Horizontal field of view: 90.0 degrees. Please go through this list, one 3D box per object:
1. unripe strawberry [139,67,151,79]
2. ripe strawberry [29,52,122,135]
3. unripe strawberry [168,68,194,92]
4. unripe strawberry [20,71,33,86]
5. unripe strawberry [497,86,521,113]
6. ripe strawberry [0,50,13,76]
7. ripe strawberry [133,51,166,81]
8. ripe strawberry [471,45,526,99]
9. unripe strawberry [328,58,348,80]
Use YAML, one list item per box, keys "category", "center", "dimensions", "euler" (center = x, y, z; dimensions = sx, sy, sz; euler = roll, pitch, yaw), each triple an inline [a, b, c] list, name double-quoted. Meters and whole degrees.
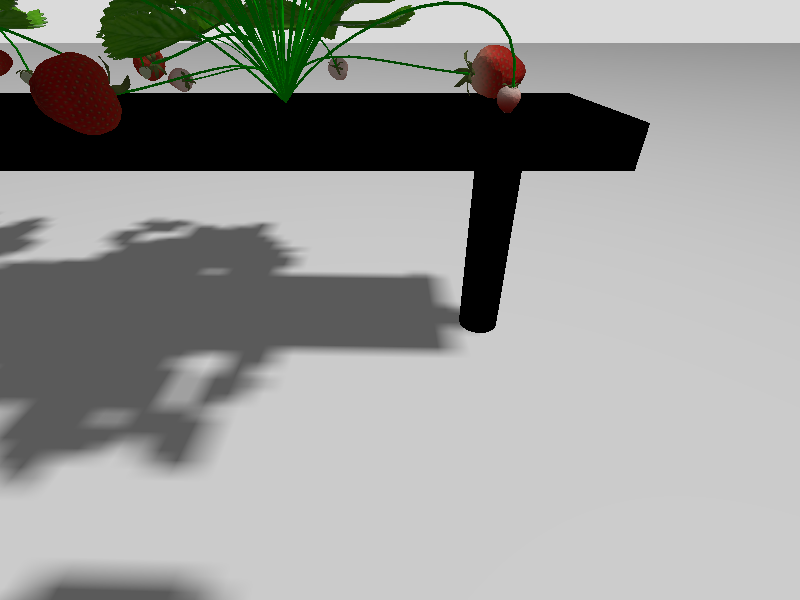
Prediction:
- category: "unripe strawberry"
  center: [-0.258, -0.230, 0.405]
  dimensions: [0.010, 0.011, 0.011]
  euler: [21, 39, 28]
- category: "ripe strawberry"
  center: [-0.167, -0.105, 0.206]
  dimensions: [0.033, 0.038, 0.036]
  euler: [19, 39, 26]
- category: "unripe strawberry"
  center: [-0.199, -0.199, 0.362]
  dimensions: [0.019, 0.019, 0.021]
  euler: [17, 38, 24]
- category: "unripe strawberry"
  center: [-0.372, -0.222, 0.402]
  dimensions: [0.013, 0.014, 0.015]
  euler: [-20, 39, -27]
- category: "unripe strawberry"
  center: [0.073, -0.135, 0.271]
  dimensions: [0.016, 0.016, 0.015]
  euler: [10, 35, 14]
- category: "ripe strawberry"
  center: [-0.488, -0.288, 0.480]
  dimensions: [0.038, 0.034, 0.035]
  euler: [8, 34, 12]
- category: "ripe strawberry"
  center: [-0.279, -0.264, 0.444]
  dimensions: [0.034, 0.036, 0.031]
  euler: [25, 42, 33]
- category: "ripe strawberry"
  center: [0.077, -0.180, 0.316]
  dimensions: [0.043, 0.037, 0.043]
  euler: [-2, 34, -4]
- category: "unripe strawberry"
  center: [-0.070, -0.264, 0.457]
  dimensions: [0.022, 0.024, 0.024]
  euler: [4, 20, 6]
